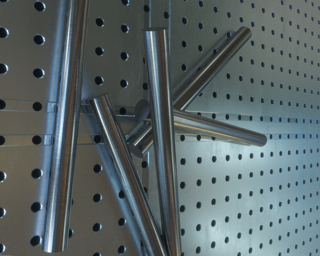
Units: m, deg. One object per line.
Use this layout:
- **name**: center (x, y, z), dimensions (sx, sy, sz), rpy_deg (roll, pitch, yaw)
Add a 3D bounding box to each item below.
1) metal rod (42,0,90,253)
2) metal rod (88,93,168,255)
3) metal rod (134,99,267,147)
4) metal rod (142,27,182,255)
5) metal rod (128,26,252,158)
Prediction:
- **metal rod**: center (-0.097, -0.024, 0.328), dimensions (0.025, 0.025, 0.298), rpy_deg (7, 85, -40)
- **metal rod**: center (-0.025, 0.101, 0.390), dimensions (0.025, 0.025, 0.298), rpy_deg (-30, 109, -36)
- **metal rod**: center (0.082, 0.001, 0.459), dimensions (0.302, 0.025, 0.025), rpy_deg (12, 83, -46)
- **metal rod**: center (0.007, 0.038, 0.362), dimensions (0.025, 0.025, 0.298), rpy_deg (-27, 124, -37)
- **metal rod**: center (0.058, -0.068, 0.459), dimensions (0.301, 0.025, 0.025), rpy_deg (-47, 119, -30)
